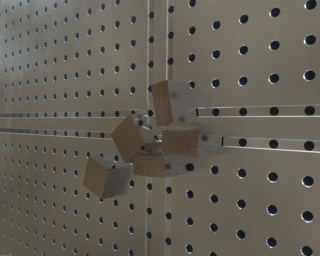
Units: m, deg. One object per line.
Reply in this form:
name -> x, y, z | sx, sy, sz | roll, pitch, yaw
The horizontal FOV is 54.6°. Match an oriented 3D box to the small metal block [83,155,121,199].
small metal block -> -0.092, 0.076, 0.487 | 0.050, 0.025, 0.050 | 25, 105, 37

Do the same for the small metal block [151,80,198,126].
small metal block -> 0.018, -0.029, 0.379 | 0.025, 0.050, 0.050 | -13, 82, 39

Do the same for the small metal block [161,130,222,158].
small metal block -> 0.037, 0.017, 0.363 | 0.050, 0.050, 0.025 | 6, 94, 40

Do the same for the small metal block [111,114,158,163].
small metal block -> -0.038, 0.015, 0.442 | 0.050, 0.025, 0.050 | -44, 64, 31

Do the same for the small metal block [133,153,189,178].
small metal block -> 0.002, 0.046, 0.393 | 0.050, 0.050, 0.025 | -2, 89, 40
